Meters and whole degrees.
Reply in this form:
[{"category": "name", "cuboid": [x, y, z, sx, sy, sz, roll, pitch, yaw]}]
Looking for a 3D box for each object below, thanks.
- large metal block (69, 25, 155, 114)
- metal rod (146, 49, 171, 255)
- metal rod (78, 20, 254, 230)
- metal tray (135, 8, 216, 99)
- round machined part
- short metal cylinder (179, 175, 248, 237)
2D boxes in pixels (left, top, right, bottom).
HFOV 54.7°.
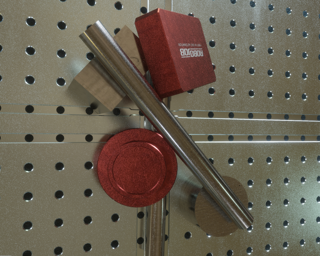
[{"category": "large metal block", "cuboid": [-0.058, -0.064, 0.363, 0.050, 0.080, 0.080, 43, 76, -15]}, {"category": "metal rod", "cuboid": [-0.001, 0.020, 0.413, 0.025, 0.025, 0.298, 3, 89, -20]}, {"category": "metal rod", "cuboid": [0.021, 0.013, 0.346, 0.025, 0.025, 0.300, -45, 112, -14]}, {"category": "metal tray", "cuboid": [0.026, -0.090, 0.378, 0.131, 0.030, 0.089, -27, 102, -61]}, {"category": "round machined part", "cuboid": [-0.027, 0.049, 0.378, 0.099, 0.042, 0.097, 0, 90, -3]}, {"category": "short metal cylinder", "cuboid": [0.073, 0.102, 0.428, 0.081, 0.050, 0.079, 0, 90, -21]}]
